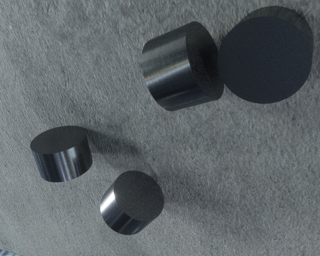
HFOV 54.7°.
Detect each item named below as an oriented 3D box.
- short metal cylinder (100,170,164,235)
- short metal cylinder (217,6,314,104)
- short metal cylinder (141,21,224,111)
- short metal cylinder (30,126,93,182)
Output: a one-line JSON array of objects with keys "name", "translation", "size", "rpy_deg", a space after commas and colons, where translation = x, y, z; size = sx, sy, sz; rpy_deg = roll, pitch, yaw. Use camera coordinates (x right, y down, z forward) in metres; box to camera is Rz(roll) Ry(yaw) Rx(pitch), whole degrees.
[{"name": "short metal cylinder", "translation": [-0.041, 0.110, 0.460], "size": [0.080, 0.080, 0.050], "rpy_deg": [40, 129, 1]}, {"name": "short metal cylinder", "translation": [0.101, -0.070, 0.294], "size": [0.080, 0.050, 0.079], "rpy_deg": [13, 124, 20]}, {"name": "short metal cylinder", "translation": [0.026, -0.061, 0.319], "size": [0.050, 0.080, 0.080], "rpy_deg": [-13, 112, 33]}, {"name": "short metal cylinder", "translation": [-0.148, 0.037, 0.470], "size": [0.080, 0.080, 0.050], "rpy_deg": [8, 122, 24]}]
